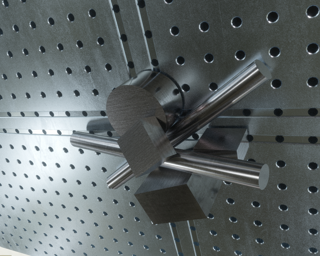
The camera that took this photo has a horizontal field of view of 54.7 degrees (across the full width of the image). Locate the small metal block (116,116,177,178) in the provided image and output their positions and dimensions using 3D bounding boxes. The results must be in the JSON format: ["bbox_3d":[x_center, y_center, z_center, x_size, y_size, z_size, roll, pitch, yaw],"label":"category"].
[{"bbox_3d":[-0.017,0.022,0.353,0.050,0.025,0.050,-41,73,39],"label":"small metal block"}]

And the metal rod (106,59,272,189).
[{"bbox_3d":[0.015,0.014,0.408,0.025,0.025,0.299,47,129,-5],"label":"metal rod"}]

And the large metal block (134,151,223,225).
[{"bbox_3d":[0.027,0.074,0.401,0.080,0.080,0.050,-19,108,35],"label":"large metal block"}]

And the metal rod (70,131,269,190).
[{"bbox_3d":[-0.016,0.032,0.389,0.300,0.025,0.025,7,123,40],"label":"metal rod"}]

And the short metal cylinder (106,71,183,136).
[{"bbox_3d":[-0.019,-0.025,0.385,0.080,0.050,0.079,13,123,21],"label":"short metal cylinder"}]

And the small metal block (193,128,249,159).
[{"bbox_3d":[0.073,0.023,0.366,0.050,0.050,0.025,1,119,29],"label":"small metal block"}]
